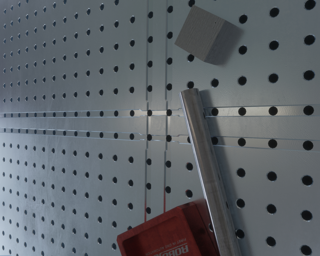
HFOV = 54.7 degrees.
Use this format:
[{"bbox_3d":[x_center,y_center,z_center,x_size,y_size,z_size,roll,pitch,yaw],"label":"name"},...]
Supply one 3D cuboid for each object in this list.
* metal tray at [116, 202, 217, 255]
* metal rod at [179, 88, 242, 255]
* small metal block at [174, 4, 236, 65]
[{"bbox_3d":[0.006,0.162,0.400,0.130,0.030,0.090,-36,68,34],"label":"metal tray"},{"bbox_3d":[0.068,0.099,0.352,0.025,0.025,0.299,-21,77,38],"label":"metal rod"},{"bbox_3d":[0.052,-0.110,0.366,0.050,0.025,0.050,40,115,32],"label":"small metal block"}]
